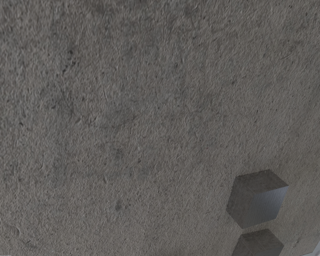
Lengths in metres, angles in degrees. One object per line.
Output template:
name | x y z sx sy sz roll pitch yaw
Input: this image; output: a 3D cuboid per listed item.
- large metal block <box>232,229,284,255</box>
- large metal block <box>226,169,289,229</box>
large metal block | 0.209 0.273 0.673 0.081 0.050 0.079 0 119 -28
large metal block | 0.176 0.129 0.566 0.081 0.050 0.079 -7 122 -25
